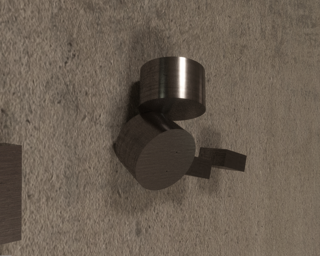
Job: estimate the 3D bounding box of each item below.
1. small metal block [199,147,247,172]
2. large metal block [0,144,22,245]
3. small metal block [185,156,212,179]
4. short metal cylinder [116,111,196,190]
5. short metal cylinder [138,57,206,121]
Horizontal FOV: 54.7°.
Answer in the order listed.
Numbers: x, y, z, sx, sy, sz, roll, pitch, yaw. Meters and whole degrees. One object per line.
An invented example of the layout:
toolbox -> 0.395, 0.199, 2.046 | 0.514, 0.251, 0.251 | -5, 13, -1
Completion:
small metal block -> 0.094, 0.048, 0.471 | 0.050, 0.050, 0.025 | 18, 79, -39
large metal block -> -0.163, 0.054, 0.253 | 0.081, 0.050, 0.079 | 0, 90, -40
small metal block -> 0.034, 0.051, 0.419 | 0.050, 0.050, 0.025 | 18, 79, -39
short metal cylinder -> -0.005, 0.026, 0.367 | 0.081, 0.050, 0.079 | -18, 125, -27
short metal cylinder -> 0.015, -0.045, 0.378 | 0.081, 0.080, 0.050 | 16, 68, -39
